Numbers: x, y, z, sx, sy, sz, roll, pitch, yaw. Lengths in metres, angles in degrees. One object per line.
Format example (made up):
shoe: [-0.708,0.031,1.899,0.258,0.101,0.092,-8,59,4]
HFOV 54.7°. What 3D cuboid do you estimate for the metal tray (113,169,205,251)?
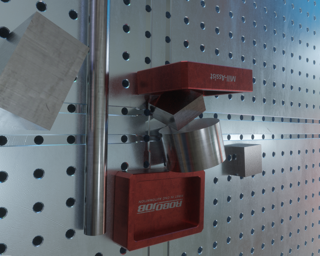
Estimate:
metal tray: [0.004,0.100,0.408,0.131,0.030,0.089,3,88,-40]

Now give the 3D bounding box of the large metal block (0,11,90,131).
large metal block: [-0.118,-0.045,0.274,0.050,0.080,0.080,32,70,-36]

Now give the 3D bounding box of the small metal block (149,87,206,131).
small metal block: [0.022,-0.028,0.403,0.050,0.050,0.025,-36,130,-23]

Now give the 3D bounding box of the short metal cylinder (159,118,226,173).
short metal cylinder: [0.043,0.021,0.409,0.081,0.080,0.050,-20,103,-38]

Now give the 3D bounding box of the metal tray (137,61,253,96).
metal tray: [0.047,-0.060,0.406,0.131,0.090,0.030,-3,92,-40]

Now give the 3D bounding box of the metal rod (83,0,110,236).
metal rod: [-0.071,-0.032,0.349,0.025,0.025,0.298,2,89,-40]

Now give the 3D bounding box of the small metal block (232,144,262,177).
small metal block: [0.151,0.055,0.536,0.050,0.025,0.050,-4,93,-40]
